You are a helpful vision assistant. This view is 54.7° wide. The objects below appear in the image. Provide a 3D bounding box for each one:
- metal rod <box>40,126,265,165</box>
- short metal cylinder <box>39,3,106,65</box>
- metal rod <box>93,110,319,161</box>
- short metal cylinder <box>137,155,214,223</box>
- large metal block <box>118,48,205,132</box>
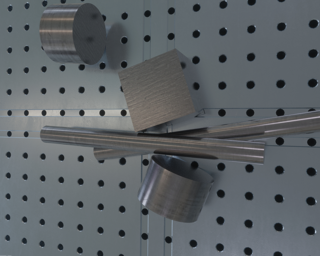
[{"bbox_3d":[-0.025,0.018,0.394,0.301,0.025,0.025,4,91,22],"label":"metal rod"},{"bbox_3d":[-0.116,-0.128,0.424,0.050,0.080,0.079,7,93,20],"label":"short metal cylinder"},{"bbox_3d":[0.052,0.012,0.394,0.301,0.025,0.025,-9,87,19],"label":"metal rod"},{"bbox_3d":[0.019,0.071,0.377,0.080,0.080,0.050,23,98,18],"label":"short metal cylinder"},{"bbox_3d":[0.002,-0.045,0.398,0.080,0.050,0.080,-18,84,19],"label":"large metal block"}]
